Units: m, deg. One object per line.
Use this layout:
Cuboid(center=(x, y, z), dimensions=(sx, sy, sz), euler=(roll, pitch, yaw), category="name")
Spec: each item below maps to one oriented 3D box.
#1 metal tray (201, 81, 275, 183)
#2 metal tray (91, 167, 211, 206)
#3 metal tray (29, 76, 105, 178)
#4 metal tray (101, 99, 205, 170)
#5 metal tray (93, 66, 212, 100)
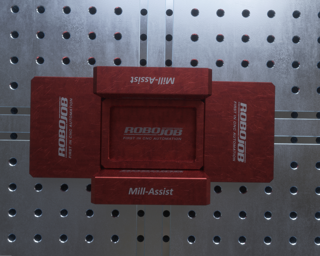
Cuboid(center=(0.102, 0.005, 0.410), dimensions=(0.091, 0.030, 0.129), euler=(1, 90, -2), category="metal tray")
Cuboid(center=(-0.010, 0.068, 0.379), dimensions=(0.131, 0.090, 0.030), euler=(1, 90, -1), category="metal tray")
Cuboid(center=(-0.120, -0.001, 0.409), dimensions=(0.091, 0.030, 0.129), euler=(1, 90, -1), category="metal tray")
Cuboid(center=(-0.009, 0.008, 0.408), dimensions=(0.131, 0.030, 0.089), euler=(1, 90, -1), category="metal tray")
Cuboid(center=(-0.008, -0.052, 0.381), dimensions=(0.131, 0.090, 0.030), euler=(1, 90, -1), category="metal tray")
